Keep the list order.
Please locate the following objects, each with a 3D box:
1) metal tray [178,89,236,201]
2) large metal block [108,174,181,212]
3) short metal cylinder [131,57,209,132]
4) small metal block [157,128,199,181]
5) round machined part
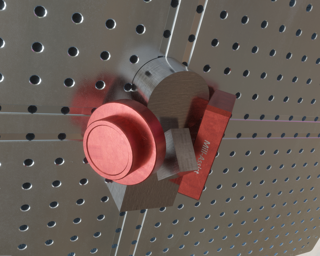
[{"bbox_3d":[0.064,0.021,0.419,0.030,0.090,0.129,20,115,10],"label":"metal tray"},{"bbox_3d":[-0.017,0.063,0.424,0.081,0.050,0.079,2,118,-30],"label":"large metal block"},{"bbox_3d":[0.012,-0.040,0.376,0.081,0.050,0.079,-14,124,-21],"label":"short metal cylinder"},{"bbox_3d":[0.016,0.032,0.368,0.025,0.050,0.050,-2,162,-31],"label":"small metal block"},{"bbox_3d":[-0.046,0.019,0.345,0.042,0.098,0.097,-26,137,-56],"label":"round machined part"}]
